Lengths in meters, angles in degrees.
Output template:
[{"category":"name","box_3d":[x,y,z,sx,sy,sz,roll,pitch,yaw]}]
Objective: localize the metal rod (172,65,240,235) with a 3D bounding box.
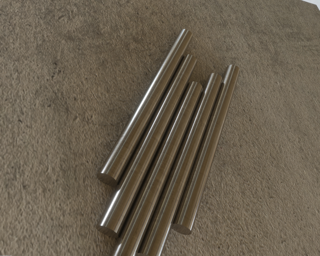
[{"category":"metal rod","box_3d":[0.075,0.008,0.442,0.025,0.025,0.301,32,52,-8]}]

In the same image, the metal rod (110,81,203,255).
[{"category":"metal rod","box_3d":[0.003,0.045,0.381,0.025,0.025,0.301,32,51,-8]}]

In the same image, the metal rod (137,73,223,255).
[{"category":"metal rod","box_3d":[0.038,0.028,0.410,0.025,0.025,0.301,32,52,-8]}]

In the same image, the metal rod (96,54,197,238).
[{"category":"metal rod","box_3d":[-0.003,-0.002,0.406,0.025,0.025,0.301,32,51,-8]}]

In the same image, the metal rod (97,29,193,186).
[{"category":"metal rod","box_3d":[-0.007,-0.050,0.433,0.025,0.025,0.301,32,52,-8]}]
